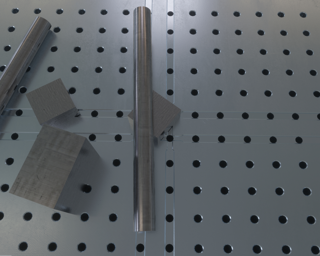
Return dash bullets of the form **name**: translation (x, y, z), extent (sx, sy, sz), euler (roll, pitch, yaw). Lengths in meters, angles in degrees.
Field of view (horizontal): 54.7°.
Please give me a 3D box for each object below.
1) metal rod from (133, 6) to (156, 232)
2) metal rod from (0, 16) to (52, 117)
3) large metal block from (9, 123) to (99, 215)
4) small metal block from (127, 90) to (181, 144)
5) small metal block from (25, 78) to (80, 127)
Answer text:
- **metal rod**: translation (-0.021, -0.026, 0.394), extent (0.025, 0.025, 0.299), euler (-1, 70, -1)
- **metal rod**: translation (-0.226, -0.027, 0.419), extent (0.025, 0.025, 0.300), euler (18, 71, 6)
- **large metal block**: translation (-0.117, 0.051, 0.363), extent (0.050, 0.080, 0.080), euler (18, 71, 6)
- **small metal block**: translation (-0.007, -0.016, 0.417), extent (0.050, 0.025, 0.050), euler (36, 74, 12)
- **small metal block**: translation (-0.145, -0.032, 0.422), extent (0.050, 0.025, 0.050), euler (-28, 73, -10)
